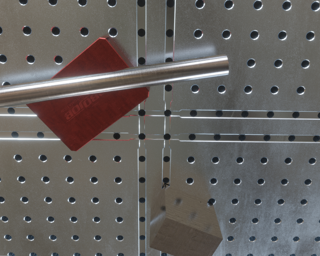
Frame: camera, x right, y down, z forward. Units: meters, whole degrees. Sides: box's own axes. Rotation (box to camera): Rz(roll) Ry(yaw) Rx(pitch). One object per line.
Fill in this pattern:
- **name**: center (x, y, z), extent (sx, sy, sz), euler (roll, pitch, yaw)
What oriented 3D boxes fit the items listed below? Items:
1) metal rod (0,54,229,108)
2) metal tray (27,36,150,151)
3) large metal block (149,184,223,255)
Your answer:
- **metal rod**: center (-0.073, -0.052, 0.360), extent (0.302, 0.025, 0.025), euler (-8, 110, 2)
- **metal tray**: center (-0.089, -0.042, 0.394), extent (0.130, 0.030, 0.090), euler (-36, 107, 12)
- **large metal block**: center (0.033, 0.133, 0.434), extent (0.080, 0.080, 0.050), euler (23, 108, -9)
